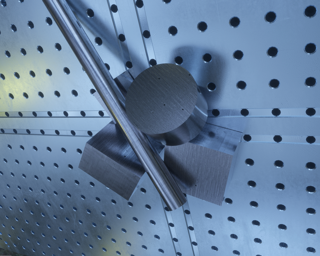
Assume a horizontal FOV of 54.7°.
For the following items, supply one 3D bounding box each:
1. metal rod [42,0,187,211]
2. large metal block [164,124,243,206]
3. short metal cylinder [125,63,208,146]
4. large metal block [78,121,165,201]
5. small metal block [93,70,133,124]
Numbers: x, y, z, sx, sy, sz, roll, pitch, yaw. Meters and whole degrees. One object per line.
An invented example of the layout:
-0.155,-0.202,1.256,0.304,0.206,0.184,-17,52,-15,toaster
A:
-0.055,-0.033,0.379,0.025,0.025,0.299,-31,90,37,metal rod
0.051,0.041,0.391,0.080,0.050,0.079,16,125,18,large metal block
0.009,-0.025,0.346,0.080,0.080,0.050,8,166,23,short metal cylinder
-0.049,0.037,0.422,0.080,0.080,0.050,32,128,7,large metal block
-0.052,-0.040,0.413,0.050,0.025,0.050,-27,104,37,small metal block
